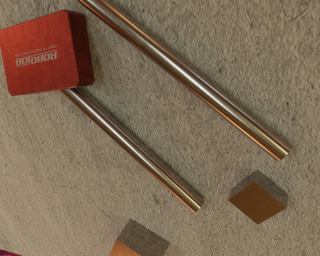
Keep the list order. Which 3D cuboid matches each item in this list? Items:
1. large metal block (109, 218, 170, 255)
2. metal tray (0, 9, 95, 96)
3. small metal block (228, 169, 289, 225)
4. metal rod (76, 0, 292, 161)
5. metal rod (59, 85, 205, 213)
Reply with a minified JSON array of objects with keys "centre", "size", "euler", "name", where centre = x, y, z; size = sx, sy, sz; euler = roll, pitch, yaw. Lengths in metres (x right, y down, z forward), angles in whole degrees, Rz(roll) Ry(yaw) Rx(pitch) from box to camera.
[{"centre":[-0.039,0.220,0.545],"size":[0.080,0.050,0.079],"euler":[30,128,9],"name":"large metal block"},{"centre":[-0.151,-0.093,0.405],"size":[0.130,0.030,0.089],"euler":[-3,98,29],"name":"metal tray"},{"centre":[0.125,0.089,0.395],"size":[0.050,0.025,0.050],"euler":[40,129,0],"name":"small metal block"},{"centre":[0.023,-0.067,0.352],"size":[0.300,0.025,0.025],"euler":[39,129,1],"name":"metal rod"},{"centre":[-0.055,0.011,0.440],"size":[0.300,0.025,0.025],"euler":[43,129,-2],"name":"metal rod"}]
